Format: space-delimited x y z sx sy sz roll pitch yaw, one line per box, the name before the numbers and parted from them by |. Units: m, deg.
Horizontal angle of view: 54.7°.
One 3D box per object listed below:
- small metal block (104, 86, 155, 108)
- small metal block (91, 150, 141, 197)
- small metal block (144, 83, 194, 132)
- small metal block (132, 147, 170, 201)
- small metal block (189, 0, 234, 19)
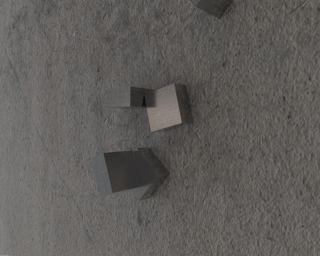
small metal block | -0.040 -0.040 0.422 0.050 0.050 0.025 1 91 40
small metal block | -0.056 0.058 0.403 0.025 0.050 0.050 -24 75 37
small metal block | 0.011 -0.025 0.396 0.050 0.025 0.050 -17 79 38
small metal block | -0.022 0.062 0.423 0.050 0.025 0.050 49 119 28
small metal block | 0.048 -0.154 0.349 0.025 0.050 0.050 -50 61 28
